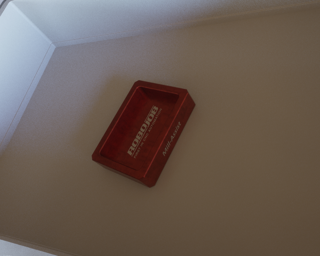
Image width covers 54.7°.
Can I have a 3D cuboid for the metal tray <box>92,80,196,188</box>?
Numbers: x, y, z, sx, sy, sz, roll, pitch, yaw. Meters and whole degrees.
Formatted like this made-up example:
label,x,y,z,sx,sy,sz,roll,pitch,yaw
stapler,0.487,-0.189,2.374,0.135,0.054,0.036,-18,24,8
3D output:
label,x,y,z,sx,sy,sz,roll,pitch,yaw
metal tray,-0.021,0.003,0.410,0.090,0.030,0.130,16,70,34
